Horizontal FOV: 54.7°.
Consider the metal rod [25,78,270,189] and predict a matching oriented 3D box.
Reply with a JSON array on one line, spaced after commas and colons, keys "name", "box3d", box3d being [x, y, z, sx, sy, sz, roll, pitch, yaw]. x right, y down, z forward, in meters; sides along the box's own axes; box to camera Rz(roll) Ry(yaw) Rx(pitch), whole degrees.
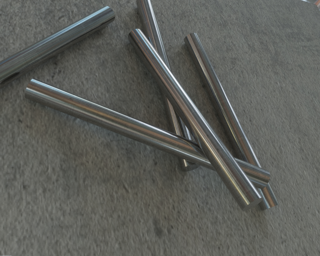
[{"name": "metal rod", "box3d": [-0.009, 0.010, 0.371, 0.302, 0.025, 0.025, 22, 53, -7]}]

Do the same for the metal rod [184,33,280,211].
[{"name": "metal rod", "box3d": [0.101, -0.023, 0.474, 0.025, 0.025, 0.299, -7, 65, -32]}]

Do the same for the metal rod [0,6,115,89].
[{"name": "metal rod", "box3d": [-0.155, -0.084, 0.371, 0.025, 0.025, 0.301, 42, 51, 0]}]

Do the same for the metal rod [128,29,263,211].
[{"name": "metal rod", "box3d": [0.029, -0.031, 0.394, 0.025, 0.025, 0.299, -8, 52, -32]}]

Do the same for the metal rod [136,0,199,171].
[{"name": "metal rod", "box3d": [0.006, -0.081, 0.457, 0.025, 0.025, 0.299, 0, 62, -29]}]
